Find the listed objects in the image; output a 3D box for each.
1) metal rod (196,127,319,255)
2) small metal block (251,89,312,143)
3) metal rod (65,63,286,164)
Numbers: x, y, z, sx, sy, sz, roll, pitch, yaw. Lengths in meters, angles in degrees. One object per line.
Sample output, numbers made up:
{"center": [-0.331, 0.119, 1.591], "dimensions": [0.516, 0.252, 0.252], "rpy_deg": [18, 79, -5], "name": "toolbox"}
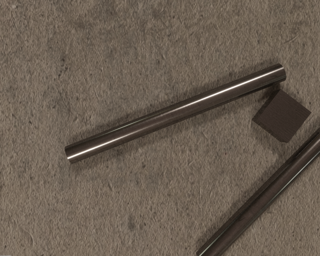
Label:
{"center": [0.163, 0.068, 0.412], "dimensions": [0.025, 0.025, 0.300], "rpy_deg": [45, 89, -1], "name": "metal rod"}
{"center": [0.161, -0.016, 0.412], "dimensions": [0.050, 0.025, 0.050], "rpy_deg": [38, 90, -1], "name": "small metal block"}
{"center": [0.021, -0.019, 0.410], "dimensions": [0.301, 0.025, 0.025], "rpy_deg": [-21, 90, -1], "name": "metal rod"}
